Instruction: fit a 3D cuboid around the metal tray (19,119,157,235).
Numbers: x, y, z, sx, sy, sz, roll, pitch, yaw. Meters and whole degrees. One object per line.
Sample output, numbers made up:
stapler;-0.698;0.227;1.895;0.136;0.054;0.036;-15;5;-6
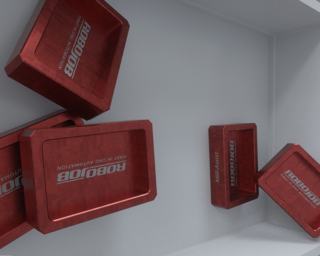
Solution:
metal tray;-0.065;0.041;0.310;0.131;0.030;0.089;-7;95;-40

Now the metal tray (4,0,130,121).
metal tray;-0.082;-0.083;0.307;0.090;0.030;0.130;34;49;-35

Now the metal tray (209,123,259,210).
metal tray;0.123;0.058;0.509;0.091;0.030;0.129;-5;93;-40

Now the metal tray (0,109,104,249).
metal tray;-0.126;0.044;0.298;0.131;0.030;0.089;-29;109;-36

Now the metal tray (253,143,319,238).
metal tray;0.230;0.099;0.501;0.130;0.030;0.090;45;92;2
